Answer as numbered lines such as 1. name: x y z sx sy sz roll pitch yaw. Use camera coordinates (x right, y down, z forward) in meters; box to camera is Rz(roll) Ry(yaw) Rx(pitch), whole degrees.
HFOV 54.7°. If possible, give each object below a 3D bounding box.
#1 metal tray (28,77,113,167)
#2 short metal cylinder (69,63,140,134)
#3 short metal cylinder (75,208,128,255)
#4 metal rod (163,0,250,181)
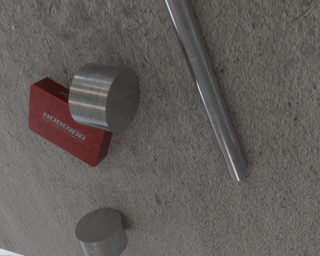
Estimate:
1. metal tray: -0.137 -0.008 0.471 0.130 0.030 0.089 29 128 9
2. short metal cylinder: -0.066 -0.037 0.383 0.050 0.080 0.079 13 124 21
3. short metal cylinder: -0.101 0.186 0.539 0.080 0.080 0.050 4 120 26
4. metal rod: 0.044 -0.069 0.340 0.025 0.025 0.299 -11 113 33
